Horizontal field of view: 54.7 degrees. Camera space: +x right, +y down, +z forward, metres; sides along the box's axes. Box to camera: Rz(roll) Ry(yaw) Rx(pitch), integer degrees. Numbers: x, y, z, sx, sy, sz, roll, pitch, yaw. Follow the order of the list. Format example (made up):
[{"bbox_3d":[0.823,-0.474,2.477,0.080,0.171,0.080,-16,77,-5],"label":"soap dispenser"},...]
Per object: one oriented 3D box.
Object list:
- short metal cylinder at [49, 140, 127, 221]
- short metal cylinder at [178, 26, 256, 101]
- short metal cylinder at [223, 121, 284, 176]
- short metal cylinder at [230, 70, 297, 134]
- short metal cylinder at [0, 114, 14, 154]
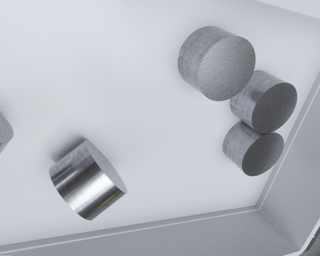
[{"bbox_3d":[-0.083,0.061,0.366,0.050,0.080,0.080,-38,130,-3],"label":"short metal cylinder"},{"bbox_3d":[0.069,-0.080,0.383,0.081,0.050,0.079,-14,125,-21],"label":"short metal cylinder"},{"bbox_3d":[0.148,0.030,0.495,0.081,0.050,0.079,-14,125,-21],"label":"short metal cylinder"},{"bbox_3d":[0.151,-0.038,0.454,0.081,0.050,0.079,-14,125,-21],"label":"short metal cylinder"},{"bbox_3d":[-0.184,0.007,0.277,0.080,0.080,0.050,32,100,-39],"label":"short metal cylinder"}]
